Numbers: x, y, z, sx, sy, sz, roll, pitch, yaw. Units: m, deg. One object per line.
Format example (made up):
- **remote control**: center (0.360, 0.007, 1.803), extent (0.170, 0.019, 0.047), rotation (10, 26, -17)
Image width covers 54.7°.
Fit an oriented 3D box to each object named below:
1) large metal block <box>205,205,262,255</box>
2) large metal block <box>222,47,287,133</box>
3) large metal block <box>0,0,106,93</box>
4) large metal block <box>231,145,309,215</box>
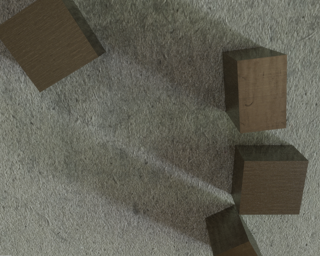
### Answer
- **large metal block**: center (0.111, 0.173, 0.445), extent (0.050, 0.080, 0.080), rotation (-28, 108, 10)
- **large metal block**: center (0.108, -0.048, 0.364), extent (0.050, 0.080, 0.079), rotation (-7, 110, 2)
- **large metal block**: center (-0.123, -0.100, 0.358), extent (0.080, 0.050, 0.080), rotation (-29, 108, 10)
- **large metal block**: center (0.146, 0.070, 0.423), extent (0.081, 0.050, 0.079), rotation (0, 110, 0)
